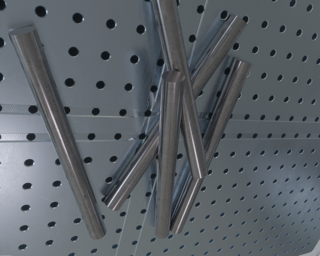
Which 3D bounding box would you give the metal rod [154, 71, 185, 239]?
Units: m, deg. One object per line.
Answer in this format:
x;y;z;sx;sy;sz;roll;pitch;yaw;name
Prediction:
0.009;0.060;0.426;0.025;0.025;0.298;-15;133;-20;metal rod

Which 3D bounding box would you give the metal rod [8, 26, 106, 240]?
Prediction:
-0.109;0.032;0.370;0.025;0.025;0.298;-20;126;-16;metal rod

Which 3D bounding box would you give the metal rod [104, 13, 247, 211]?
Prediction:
0.014;-0.012;0.410;0.025;0.025;0.299;25;105;-37;metal rod

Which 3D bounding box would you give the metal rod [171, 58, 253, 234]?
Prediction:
0.069;0.041;0.473;0.025;0.025;0.298;4;116;-30;metal rod

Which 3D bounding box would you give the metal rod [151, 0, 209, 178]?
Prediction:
0.021;-0.065;0.357;0.025;0.025;0.299;-23;120;-15;metal rod
